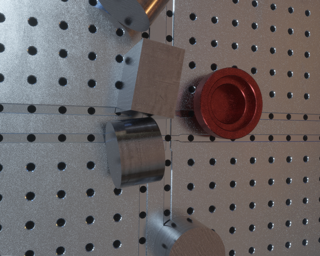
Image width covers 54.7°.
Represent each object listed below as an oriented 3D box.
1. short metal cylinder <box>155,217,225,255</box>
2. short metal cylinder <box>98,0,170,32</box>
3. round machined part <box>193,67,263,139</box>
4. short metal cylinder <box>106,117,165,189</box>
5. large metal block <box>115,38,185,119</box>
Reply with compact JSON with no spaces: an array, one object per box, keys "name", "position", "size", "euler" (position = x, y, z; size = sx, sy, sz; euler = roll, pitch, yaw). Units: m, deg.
[{"name":"short metal cylinder","position":[0.039,0.165,0.414],"size":[0.081,0.050,0.079],"euler":[0,91,-20]},{"name":"short metal cylinder","position":[-0.032,-0.163,0.371],"size":[0.080,0.080,0.050],"euler":[37,78,-16]},{"name":"round machined part","position":[0.091,-0.033,0.437],"size":[0.099,0.042,0.097],"euler":[0,90,-20]},{"name":"short metal cylinder","position":[-0.032,0.029,0.372],"size":[0.050,0.080,0.079],"euler":[-7,93,-20]},{"name":"large metal block","position":[-0.015,-0.054,0.378],"size":[0.050,0.080,0.080],"euler":[11,87,-20]}]
